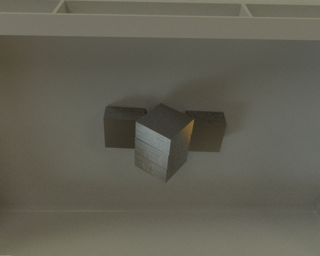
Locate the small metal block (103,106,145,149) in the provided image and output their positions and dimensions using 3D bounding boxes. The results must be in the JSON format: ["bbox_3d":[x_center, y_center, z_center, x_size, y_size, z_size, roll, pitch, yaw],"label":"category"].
[{"bbox_3d":[-0.046,0.000,0.407,0.050,0.025,0.050,3,130,-3],"label":"small metal block"}]

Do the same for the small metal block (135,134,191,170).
[{"bbox_3d":[0.004,0.019,0.394,0.050,0.050,0.025,27,135,25],"label":"small metal block"}]

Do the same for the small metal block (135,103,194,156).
[{"bbox_3d":[0.006,0.000,0.377,0.050,0.050,0.025,27,134,25],"label":"small metal block"}]

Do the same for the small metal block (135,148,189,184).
[{"bbox_3d":[0.002,0.038,0.410,0.050,0.050,0.025,27,135,25],"label":"small metal block"}]

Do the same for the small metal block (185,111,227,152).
[{"bbox_3d":[0.057,0.005,0.413,0.050,0.025,0.050,2,130,-3],"label":"small metal block"}]
